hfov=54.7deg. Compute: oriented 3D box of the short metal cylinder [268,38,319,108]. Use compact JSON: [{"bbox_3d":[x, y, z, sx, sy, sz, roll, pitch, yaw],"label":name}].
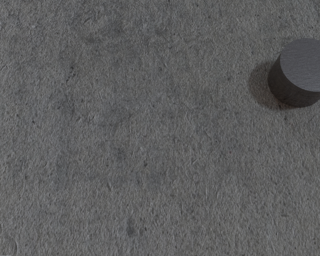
[{"bbox_3d":[0.196,-0.074,0.423,0.081,0.050,0.080,0,70,0],"label":"short metal cylinder"}]
